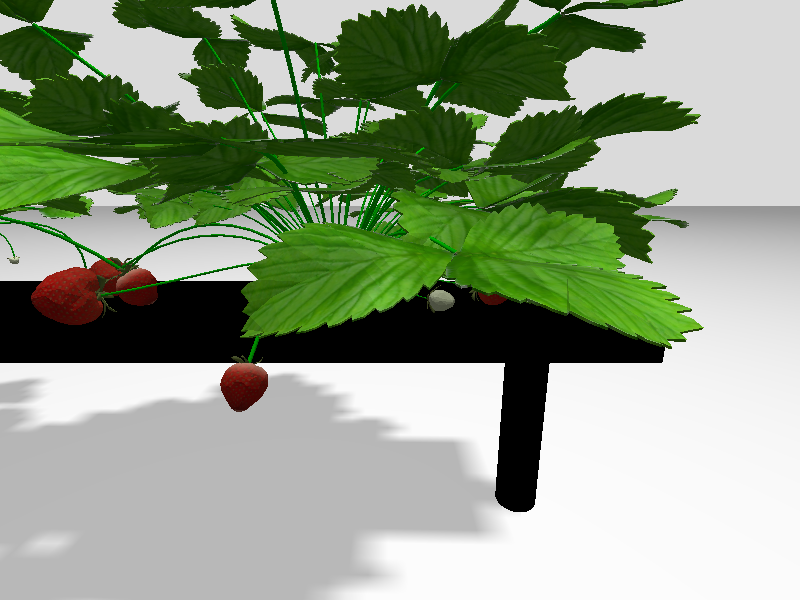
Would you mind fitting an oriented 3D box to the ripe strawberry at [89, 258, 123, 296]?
[{"bbox_3d":[-0.260,-0.018,0.357,0.035,0.035,0.033,-33,12,8],"label":"ripe strawberry"}]

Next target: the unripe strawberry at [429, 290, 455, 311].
[{"bbox_3d":[0.033,0.000,0.309,0.019,0.017,0.019,9,17,29],"label":"unripe strawberry"}]

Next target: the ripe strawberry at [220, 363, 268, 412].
[{"bbox_3d":[-0.067,0.038,0.172,0.019,0.020,0.020,1,-28,3],"label":"ripe strawberry"}]

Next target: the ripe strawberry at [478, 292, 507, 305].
[{"bbox_3d":[0.079,-0.011,0.324,0.031,0.031,0.035,4,15,13],"label":"ripe strawberry"}]

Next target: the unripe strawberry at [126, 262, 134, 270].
[{"bbox_3d":[-0.297,-0.033,0.440,0.016,0.016,0.014,-29,3,24],"label":"unripe strawberry"}]

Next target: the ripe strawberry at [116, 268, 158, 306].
[{"bbox_3d":[-0.217,-0.009,0.334,0.030,0.031,0.029,-37,9,13],"label":"ripe strawberry"}]

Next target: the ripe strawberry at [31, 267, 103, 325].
[{"bbox_3d":[-0.229,-0.002,0.277,0.038,0.040,0.035,-8,17,-24],"label":"ripe strawberry"}]

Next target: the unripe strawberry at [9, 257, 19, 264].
[{"bbox_3d":[-0.490,-0.050,0.509,0.009,0.010,0.010,1,15,6],"label":"unripe strawberry"}]
